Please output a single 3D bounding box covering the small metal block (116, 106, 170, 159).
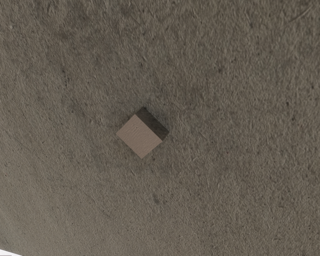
[{"bbox_3d":[-0.024,0.007,0.423,0.050,0.025,0.050,45,129,-4],"label":"small metal block"}]
